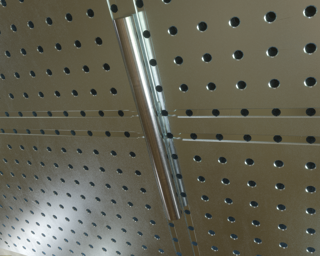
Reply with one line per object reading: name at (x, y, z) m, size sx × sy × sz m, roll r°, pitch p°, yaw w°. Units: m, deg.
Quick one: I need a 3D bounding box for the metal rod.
metal rod at (-0.010, 0.004, 0.417) m, size 0.025 × 0.025 × 0.298 m, roll 0°, pitch 119°, yaw 28°
